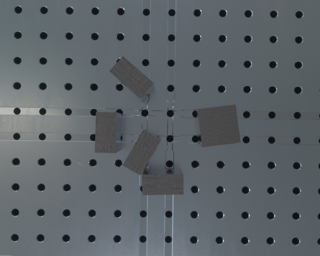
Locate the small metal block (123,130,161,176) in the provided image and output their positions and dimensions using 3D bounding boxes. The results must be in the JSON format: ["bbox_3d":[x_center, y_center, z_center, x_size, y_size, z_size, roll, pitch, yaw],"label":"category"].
[{"bbox_3d":[-0.022,0.030,0.401,0.025,0.050,0.050,30,90,0],"label":"small metal block"}]

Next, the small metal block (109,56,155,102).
[{"bbox_3d":[-0.034,-0.062,0.401,0.050,0.050,0.025,42,90,0],"label":"small metal block"}]

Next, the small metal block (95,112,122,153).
[{"bbox_3d":[-0.066,0.005,0.400,0.025,0.050,0.050,2,90,0],"label":"small metal block"}]

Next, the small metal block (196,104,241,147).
[{"bbox_3d":[0.076,-0.003,0.414,0.050,0.025,0.050,-7,90,0],"label":"small metal block"}]

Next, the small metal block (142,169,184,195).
[{"bbox_3d":[0.004,0.069,0.401,0.050,0.050,0.025,-1,90,0],"label":"small metal block"}]
